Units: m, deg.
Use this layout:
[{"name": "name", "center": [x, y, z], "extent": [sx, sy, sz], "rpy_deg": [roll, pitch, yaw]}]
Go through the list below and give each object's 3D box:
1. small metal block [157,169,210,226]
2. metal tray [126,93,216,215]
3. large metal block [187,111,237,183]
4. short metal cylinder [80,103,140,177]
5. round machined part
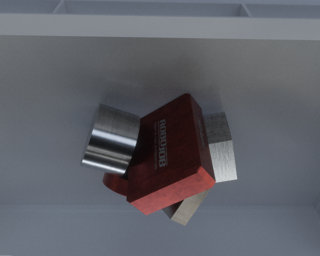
[{"name": "small metal block", "center": [0.023, 0.078, 0.368], "extent": [0.025, 0.050, 0.050], "rpy_deg": [35, 90, -34]}, {"name": "metal tray", "center": [0.009, 0.025, 0.359], "extent": [0.090, 0.130, 0.030], "rpy_deg": [-28, 126, 21]}, {"name": "large metal block", "center": [0.054, 0.031, 0.408], "extent": [0.080, 0.050, 0.080], "rpy_deg": [-11, 134, 9]}, {"name": "short metal cylinder", "center": [-0.062, 0.015, 0.382], "extent": [0.050, 0.080, 0.079], "rpy_deg": [18, 128, -15]}, {"name": "round machined part", "center": [-0.025, 0.065, 0.427], "extent": [0.099, 0.098, 0.042], "rpy_deg": [16, 93, -14]}]
